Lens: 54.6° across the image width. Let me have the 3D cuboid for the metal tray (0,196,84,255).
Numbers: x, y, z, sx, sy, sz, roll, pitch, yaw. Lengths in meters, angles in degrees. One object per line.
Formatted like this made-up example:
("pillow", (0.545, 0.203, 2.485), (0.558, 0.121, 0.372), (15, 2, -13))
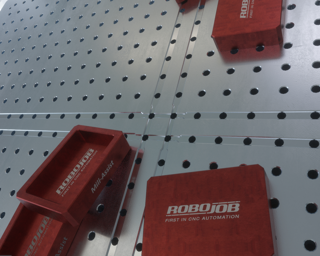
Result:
("metal tray", (-0.163, 0.150, 0.399), (0.090, 0.030, 0.130), (10, 66, 32))

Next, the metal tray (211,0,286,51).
("metal tray", (0.130, -0.174, 0.444), (0.090, 0.030, 0.130), (0, 61, 28))

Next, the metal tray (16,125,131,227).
("metal tray", (-0.109, 0.054, 0.405), (0.090, 0.030, 0.130), (7, 48, 31))

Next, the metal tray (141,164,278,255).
("metal tray", (0.048, 0.092, 0.324), (0.130, 0.030, 0.090), (-10, 57, 22))

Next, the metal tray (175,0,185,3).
("metal tray", (0.049, -0.291, 0.558), (0.090, 0.030, 0.130), (-26, 52, 11))
